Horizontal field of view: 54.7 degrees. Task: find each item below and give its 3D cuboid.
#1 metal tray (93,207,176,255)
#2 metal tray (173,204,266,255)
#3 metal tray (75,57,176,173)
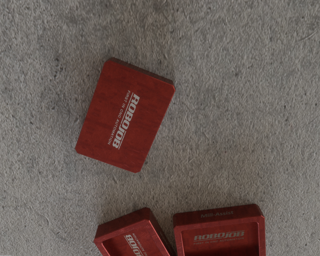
[{"bbox_3d":[-0.031,0.194,0.478,0.090,0.030,0.129,-24,109,8],"label":"metal tray"},{"bbox_3d":[0.090,0.168,0.469,0.131,0.030,0.089,-8,110,2],"label":"metal tray"},{"bbox_3d":[-0.046,-0.014,0.401,0.090,0.030,0.129,21,109,-8],"label":"metal tray"}]
